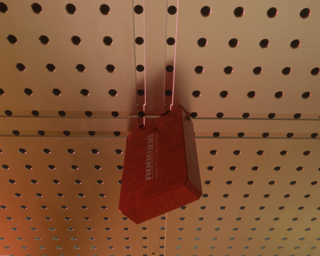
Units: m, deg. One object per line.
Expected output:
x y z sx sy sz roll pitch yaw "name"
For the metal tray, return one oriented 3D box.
-0.001 0.041 0.378 0.090 0.130 0.030 -28 125 21 "metal tray"
